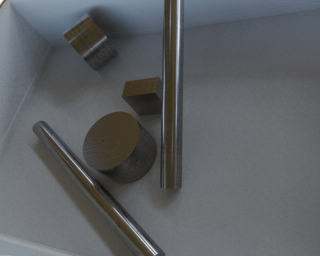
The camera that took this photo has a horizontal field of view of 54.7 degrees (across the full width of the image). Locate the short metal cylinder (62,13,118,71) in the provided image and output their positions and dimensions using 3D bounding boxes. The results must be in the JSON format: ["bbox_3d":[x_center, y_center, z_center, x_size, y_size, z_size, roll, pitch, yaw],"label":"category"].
[{"bbox_3d":[-0.115,-0.142,0.516,0.050,0.080,0.080,-40,51,1],"label":"short metal cylinder"}]

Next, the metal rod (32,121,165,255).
[{"bbox_3d":[-0.100,0.069,0.413,0.025,0.025,0.300,-49,52,-6],"label":"metal rod"}]

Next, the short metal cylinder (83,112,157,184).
[{"bbox_3d":[-0.051,0.026,0.399,0.080,0.050,0.080,-13,56,20],"label":"short metal cylinder"}]

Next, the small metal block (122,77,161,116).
[{"bbox_3d":[-0.016,-0.042,0.422,0.050,0.050,0.025,-4,60,26],"label":"small metal block"}]

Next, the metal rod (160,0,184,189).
[{"bbox_3d":[0.015,-0.080,0.369,0.025,0.025,0.298,-1,86,27],"label":"metal rod"}]
